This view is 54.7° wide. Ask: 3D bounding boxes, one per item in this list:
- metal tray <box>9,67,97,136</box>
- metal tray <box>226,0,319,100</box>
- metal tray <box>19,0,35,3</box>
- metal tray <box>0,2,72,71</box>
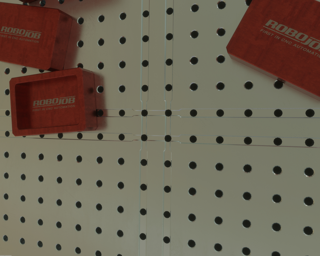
[{"bbox_3d":[-0.162,-0.036,0.465,0.130,0.030,0.089,-4,89,19],"label":"metal tray"},{"bbox_3d":[0.155,-0.098,0.355,0.130,0.030,0.090,31,100,17],"label":"metal tray"},{"bbox_3d":[-0.174,-0.225,0.437,0.130,0.090,0.030,-10,87,19],"label":"metal tray"},{"bbox_3d":[-0.206,-0.141,0.481,0.130,0.030,0.089,14,94,19],"label":"metal tray"}]
